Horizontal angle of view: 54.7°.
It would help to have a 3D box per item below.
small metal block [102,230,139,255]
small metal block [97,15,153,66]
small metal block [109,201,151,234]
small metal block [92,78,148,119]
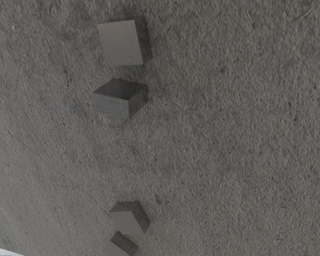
[{"bbox_3d":[-0.077,0.231,0.590,0.050,0.025,0.050,36,129,4],"label":"small metal block"},{"bbox_3d":[-0.041,-0.102,0.365,0.050,0.025,0.050,3,120,26],"label":"small metal block"},{"bbox_3d":[-0.051,0.154,0.529,0.050,0.025,0.050,-13,112,33],"label":"small metal block"},{"bbox_3d":[-0.049,-0.039,0.393,0.050,0.050,0.025,14,124,20],"label":"small metal block"}]
